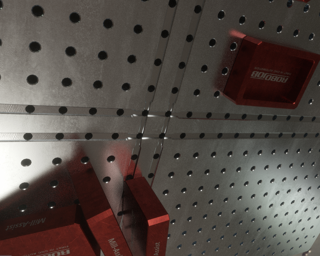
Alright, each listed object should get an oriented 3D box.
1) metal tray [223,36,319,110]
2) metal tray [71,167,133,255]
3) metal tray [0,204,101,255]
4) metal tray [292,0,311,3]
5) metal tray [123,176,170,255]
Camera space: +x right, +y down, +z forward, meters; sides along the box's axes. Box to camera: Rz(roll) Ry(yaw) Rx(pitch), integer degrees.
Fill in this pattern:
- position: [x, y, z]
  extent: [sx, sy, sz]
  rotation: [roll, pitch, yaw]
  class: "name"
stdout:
- position: [0.165, -0.076, 0.452]
  extent: [0.131, 0.030, 0.089]
  rotation: [2, 118, -30]
  class: "metal tray"
- position: [-0.072, 0.126, 0.408]
  extent: [0.030, 0.090, 0.129]
  rotation: [-24, 128, -14]
  class: "metal tray"
- position: [-0.151, 0.149, 0.394]
  extent: [0.131, 0.030, 0.089]
  rotation: [-13, 126, 0]
  class: "metal tray"
- position: [0.214, -0.230, 0.385]
  extent: [0.130, 0.030, 0.090]
  rotation: [-34, 129, -6]
  class: "metal tray"
- position: [-0.024, 0.148, 0.449]
  extent: [0.030, 0.090, 0.129]
  rotation: [-10, 123, -24]
  class: "metal tray"
